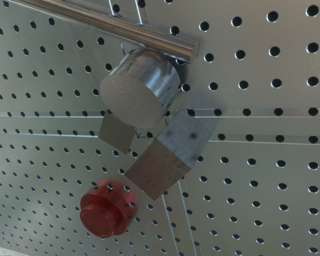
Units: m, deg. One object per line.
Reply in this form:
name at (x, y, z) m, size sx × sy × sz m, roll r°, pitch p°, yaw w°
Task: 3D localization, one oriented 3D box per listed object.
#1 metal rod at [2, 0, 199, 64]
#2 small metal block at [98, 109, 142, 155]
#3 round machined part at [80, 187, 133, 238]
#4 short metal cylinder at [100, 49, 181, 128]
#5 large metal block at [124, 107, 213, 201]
metal rod at (-0.097, -0.137, 0.377) m, size 0.301 × 0.025 × 0.025 m, roll 22°, pitch 127°, yaw 14°
small metal block at (-0.056, 0.002, 0.442) m, size 0.050 × 0.025 × 0.050 m, roll 31°, pitch 128°, yaw 8°
round machined part at (-0.102, 0.156, 0.550) m, size 0.098 × 0.042 × 0.097 m, roll 13°, pitch 124°, yaw 21°
short metal cylinder at (-0.023, -0.045, 0.366) m, size 0.080 × 0.050 × 0.080 m, roll 19°, pitch 143°, yaw 16°
large metal block at (0.012, 0.032, 0.389) m, size 0.050 × 0.080 × 0.080 m, roll 41°, pitch 129°, yaw 0°
